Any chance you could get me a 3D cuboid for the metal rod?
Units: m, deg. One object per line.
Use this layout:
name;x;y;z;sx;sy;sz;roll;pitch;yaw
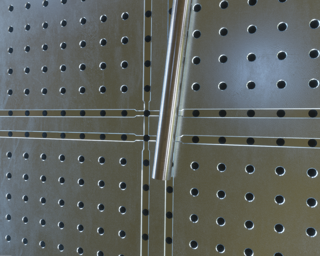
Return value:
metal rod;0.019;-0.081;0.406;0.025;0.025;0.298;8;93;20
